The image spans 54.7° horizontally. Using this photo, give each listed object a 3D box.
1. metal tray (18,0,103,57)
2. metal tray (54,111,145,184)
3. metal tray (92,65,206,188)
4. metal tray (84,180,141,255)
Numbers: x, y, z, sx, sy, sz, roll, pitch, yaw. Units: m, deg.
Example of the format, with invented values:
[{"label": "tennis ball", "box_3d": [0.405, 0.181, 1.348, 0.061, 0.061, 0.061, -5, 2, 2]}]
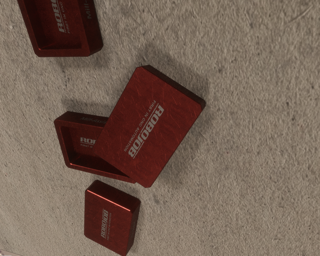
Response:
[{"label": "metal tray", "box_3d": [-0.127, -0.153, 0.373, 0.090, 0.030, 0.129, 5, 121, 25]}, {"label": "metal tray", "box_3d": [-0.090, 0.028, 0.466, 0.130, 0.030, 0.089, 9, 123, 23]}, {"label": "metal tray", "box_3d": [-0.016, -0.001, 0.385, 0.090, 0.030, 0.129, 34, 111, 5]}, {"label": "metal tray", "box_3d": [-0.087, 0.161, 0.547, 0.090, 0.030, 0.129, 21, 127, 15]}]
